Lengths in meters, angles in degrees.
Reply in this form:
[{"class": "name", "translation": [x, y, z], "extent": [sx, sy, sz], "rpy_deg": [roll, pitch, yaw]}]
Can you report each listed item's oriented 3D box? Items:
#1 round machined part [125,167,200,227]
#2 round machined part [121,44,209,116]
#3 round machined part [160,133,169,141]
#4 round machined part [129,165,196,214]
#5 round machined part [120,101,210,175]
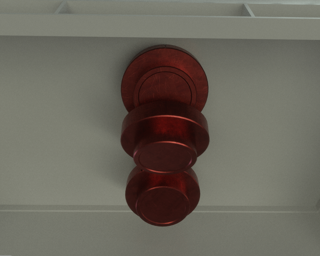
[{"class": "round machined part", "translation": [0.004, 0.090, 0.405], "extent": [0.099, 0.042, 0.097], "rpy_deg": [0, 119, 0]}, {"class": "round machined part", "translation": [0.005, -0.041, 0.347], "extent": [0.099, 0.042, 0.097], "rpy_deg": [0, 114, -1]}, {"class": "round machined part", "translation": [0.002, 0.018, 0.411], "extent": [0.099, 0.042, 0.097], "rpy_deg": [0, 129, 0]}, {"class": "round machined part", "translation": [0.004, 0.096, 0.460], "extent": [0.099, 0.042, 0.098], "rpy_deg": [0, 145, 0]}, {"class": "round machined part", "translation": [0.005, 0.018, 0.344], "extent": [0.099, 0.042, 0.097], "rpy_deg": [0, 143, 0]}]
